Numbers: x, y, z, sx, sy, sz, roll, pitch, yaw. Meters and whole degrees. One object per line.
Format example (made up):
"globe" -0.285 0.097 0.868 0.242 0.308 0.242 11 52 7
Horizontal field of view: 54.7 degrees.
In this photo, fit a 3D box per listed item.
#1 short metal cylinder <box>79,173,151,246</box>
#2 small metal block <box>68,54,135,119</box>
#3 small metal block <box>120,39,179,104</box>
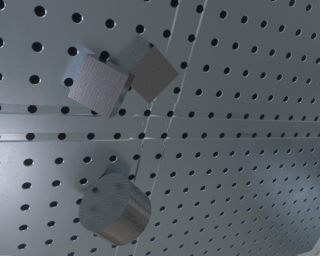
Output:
"short metal cylinder" -0.059 0.107 0.410 0.080 0.080 0.050 -40 130 -1
"small metal block" -0.062 -0.045 0.332 0.050 0.025 0.050 29 106 4
"small metal block" -0.015 -0.065 0.363 0.050 0.025 0.050 -45 129 3
